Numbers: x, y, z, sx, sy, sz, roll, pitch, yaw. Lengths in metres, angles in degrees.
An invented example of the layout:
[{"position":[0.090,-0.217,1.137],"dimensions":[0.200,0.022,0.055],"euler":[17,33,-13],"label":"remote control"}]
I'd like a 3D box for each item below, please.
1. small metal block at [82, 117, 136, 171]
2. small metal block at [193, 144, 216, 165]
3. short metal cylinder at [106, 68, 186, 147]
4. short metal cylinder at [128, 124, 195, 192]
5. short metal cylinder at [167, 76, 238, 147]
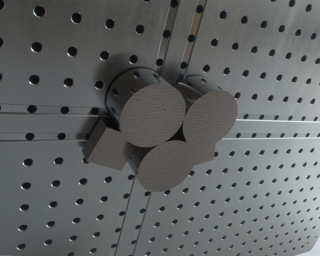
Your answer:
[{"position":[-0.061,0.021,0.387],"dimensions":[0.050,0.025,0.050],"euler":[23,106,-37],"label":"small metal block"},{"position":[0.053,0.026,0.452],"dimensions":[0.050,0.025,0.050],"euler":[-13,124,-21],"label":"small metal block"},{"position":[-0.017,-0.024,0.366],"dimensions":[0.081,0.050,0.079],"euler":[-14,124,-21],"label":"short metal cylinder"},{"position":[-0.001,0.038,0.414],"dimensions":[0.081,0.050,0.079],"euler":[-14,124,-21],"label":"short metal cylinder"},{"position":[0.053,-0.022,0.406],"dimensions":[0.081,0.050,0.079],"euler":[-14,124,-21],"label":"short metal cylinder"}]
